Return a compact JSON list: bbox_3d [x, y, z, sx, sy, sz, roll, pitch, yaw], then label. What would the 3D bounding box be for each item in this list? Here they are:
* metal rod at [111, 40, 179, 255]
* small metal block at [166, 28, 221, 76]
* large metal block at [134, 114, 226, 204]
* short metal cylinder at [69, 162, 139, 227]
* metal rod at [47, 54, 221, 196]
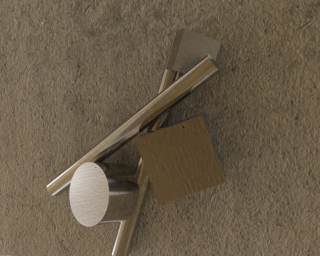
[{"bbox_3d":[-0.014,0.033,0.414,0.025,0.025,0.298,18,96,19],"label":"metal rod"},{"bbox_3d":[0.041,-0.089,0.382,0.050,0.025,0.050,14,96,-21],"label":"small metal block"},{"bbox_3d":[0.025,0.034,0.372,0.080,0.050,0.080,-20,93,6],"label":"large metal block"},{"bbox_3d":[-0.075,0.086,0.410,0.080,0.050,0.080,-7,79,39],"label":"short metal cylinder"},{"bbox_3d":[-0.049,0.009,0.409,0.299,0.025,0.025,-37,78,23],"label":"metal rod"}]
